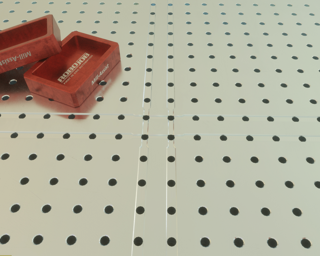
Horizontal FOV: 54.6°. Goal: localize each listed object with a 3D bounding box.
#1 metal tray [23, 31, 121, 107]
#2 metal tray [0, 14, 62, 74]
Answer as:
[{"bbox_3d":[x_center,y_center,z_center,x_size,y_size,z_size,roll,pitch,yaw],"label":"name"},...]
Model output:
[{"bbox_3d":[-0.132,-0.097,0.484,0.090,0.030,0.130,20,53,15],"label":"metal tray"},{"bbox_3d":[-0.224,-0.130,0.488,0.131,0.030,0.090,-20,43,-3],"label":"metal tray"}]
